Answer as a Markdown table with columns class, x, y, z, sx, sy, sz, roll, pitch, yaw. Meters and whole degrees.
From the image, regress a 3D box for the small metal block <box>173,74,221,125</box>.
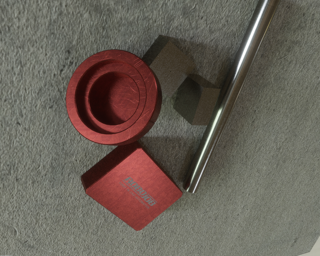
| class | x | y | z | sx | sy | sz | roll | pitch | yaw |
| --- | --- | --- | --- | --- | --- | --- | --- | --- | --- |
| small metal block | 0.045 | -0.037 | 0.394 | 0.025 | 0.050 | 0.050 | 1 | 118 | -29 |

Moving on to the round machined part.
| class | x | y | z | sx | sy | sz | roll | pitch | yaw |
| --- | --- | --- | --- | --- | --- | --- | --- | --- | --- |
| round machined part | -0.045 | -0.030 | 0.330 | 0.098 | 0.098 | 0.042 | -48 | 166 | 5 |

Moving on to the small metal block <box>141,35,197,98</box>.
| class | x | y | z | sx | sy | sz | roll | pitch | yaw |
| --- | --- | --- | --- | --- | --- | --- | --- | --- | --- |
| small metal block | 0.006 | -0.072 | 0.367 | 0.050 | 0.025 | 0.050 | 32 | 100 | -39 |

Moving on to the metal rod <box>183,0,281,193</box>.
| class | x | y | z | sx | sy | sz | roll | pitch | yaw |
| --- | --- | --- | --- | --- | --- | --- | --- | --- | --- |
| metal rod | 0.093 | -0.034 | 0.438 | 0.025 | 0.025 | 0.298 | 5 | 116 | -31 |

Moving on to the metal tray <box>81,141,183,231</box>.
| class | x | y | z | sx | sy | sz | roll | pitch | yaw |
| --- | --- | --- | --- | --- | --- | --- | --- | --- | --- |
| metal tray | -0.035 | 0.083 | 0.437 | 0.090 | 0.030 | 0.130 | -40 | 130 | -2 |
